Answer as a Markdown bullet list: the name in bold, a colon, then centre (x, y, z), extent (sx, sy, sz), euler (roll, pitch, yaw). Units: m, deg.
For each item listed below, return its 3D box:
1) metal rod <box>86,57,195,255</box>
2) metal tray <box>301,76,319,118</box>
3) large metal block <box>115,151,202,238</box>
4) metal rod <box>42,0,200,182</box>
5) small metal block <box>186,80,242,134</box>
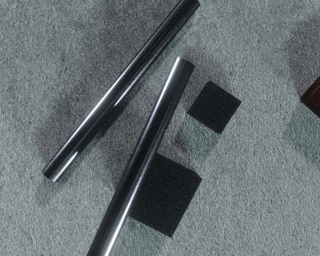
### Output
- **metal rod**: centre (-0.032, 0.060, 0.359), extent (0.025, 0.025, 0.299), euler (24, 90, -1)
- **metal tray**: centre (0.269, -0.029, 0.411), extent (0.130, 0.030, 0.090), euler (42, 90, -1)
- **large metal block**: centre (-0.003, 0.079, 0.398), extent (0.080, 0.050, 0.080), euler (27, 90, -1)
- **metal rod**: centre (-0.051, -0.053, 0.409), extent (0.025, 0.025, 0.300), euler (39, 90, -1)
- **small metal block**: centre (0.071, -0.027, 0.411), extent (0.050, 0.025, 0.050), euler (34, 90, -1)
